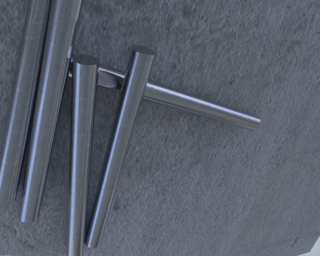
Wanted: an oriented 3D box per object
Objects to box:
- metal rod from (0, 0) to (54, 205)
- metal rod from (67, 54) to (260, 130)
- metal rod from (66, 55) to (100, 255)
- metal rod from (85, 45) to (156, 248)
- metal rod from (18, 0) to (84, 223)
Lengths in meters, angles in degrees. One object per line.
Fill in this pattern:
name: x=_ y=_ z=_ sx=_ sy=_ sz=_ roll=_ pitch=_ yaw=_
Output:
metal rod: x=-0.130 y=-0.049 z=0.306 sx=0.025 sy=0.025 sz=0.298 roll=7 pitch=115 yaw=-32
metal rod: x=0.025 y=-0.036 z=0.399 sx=0.302 sy=0.025 sz=0.025 roll=13 pitch=112 yaw=-34
metal rod: x=-0.097 y=0.058 z=0.372 sx=0.025 sy=0.025 sz=0.298 roll=-5 pitch=127 yaw=-26
metal rod: x=-0.058 y=0.044 z=0.383 sx=0.025 sy=0.025 sz=0.298 roll=0 pitch=125 yaw=-29
metal rod: x=-0.115 y=-0.015 z=0.316 sx=0.025 sy=0.025 sz=0.298 roll=3 pitch=123 yaw=-31
